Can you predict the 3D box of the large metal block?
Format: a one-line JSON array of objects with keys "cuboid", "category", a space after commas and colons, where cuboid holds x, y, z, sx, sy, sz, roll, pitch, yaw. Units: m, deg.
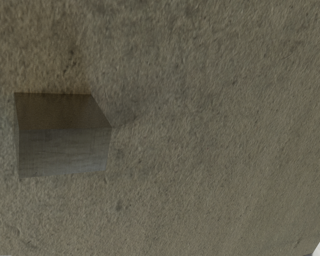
[{"cuboid": [-0.103, 0.003, 0.317, 0.081, 0.080, 0.050, -2, 119, -28], "category": "large metal block"}]
